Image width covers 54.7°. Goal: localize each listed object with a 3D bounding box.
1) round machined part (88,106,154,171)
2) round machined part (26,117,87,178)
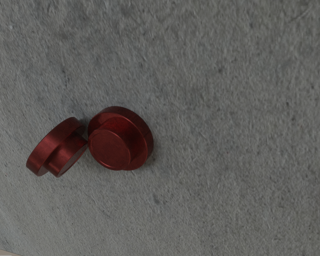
[{"bbox_3d":[-0.062,0.022,0.440,0.098,0.042,0.097,13,124,20],"label":"round machined part"},{"bbox_3d":[-0.142,0.034,0.453,0.042,0.098,0.097,40,129,0],"label":"round machined part"}]
